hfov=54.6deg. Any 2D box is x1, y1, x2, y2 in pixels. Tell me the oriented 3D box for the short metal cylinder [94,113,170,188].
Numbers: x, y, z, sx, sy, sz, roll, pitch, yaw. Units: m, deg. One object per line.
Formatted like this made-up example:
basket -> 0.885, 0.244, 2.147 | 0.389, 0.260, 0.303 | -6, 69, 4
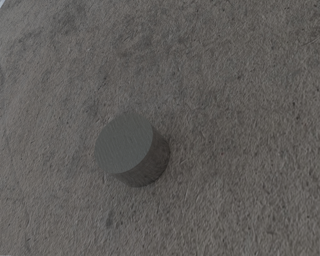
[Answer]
short metal cylinder -> -0.034, 0.028, 0.389 | 0.080, 0.050, 0.080 | -13, 56, 21
